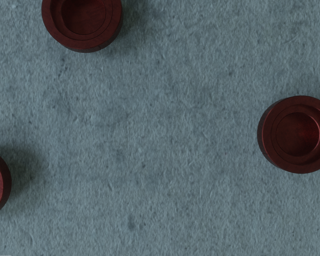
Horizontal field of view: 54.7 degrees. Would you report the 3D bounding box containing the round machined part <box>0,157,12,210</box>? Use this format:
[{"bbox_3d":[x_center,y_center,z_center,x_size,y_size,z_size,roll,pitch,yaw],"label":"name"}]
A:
[{"bbox_3d":[-0.240,0.071,0.398,0.099,0.042,0.097,0,90,-1],"label":"round machined part"}]

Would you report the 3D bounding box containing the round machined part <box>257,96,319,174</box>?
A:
[{"bbox_3d":[0.175,0.008,0.404,0.099,0.042,0.097,0,90,-1],"label":"round machined part"}]

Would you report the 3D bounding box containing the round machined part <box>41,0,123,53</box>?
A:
[{"bbox_3d":[-0.096,-0.145,0.400,0.099,0.042,0.097,0,90,-1],"label":"round machined part"}]
